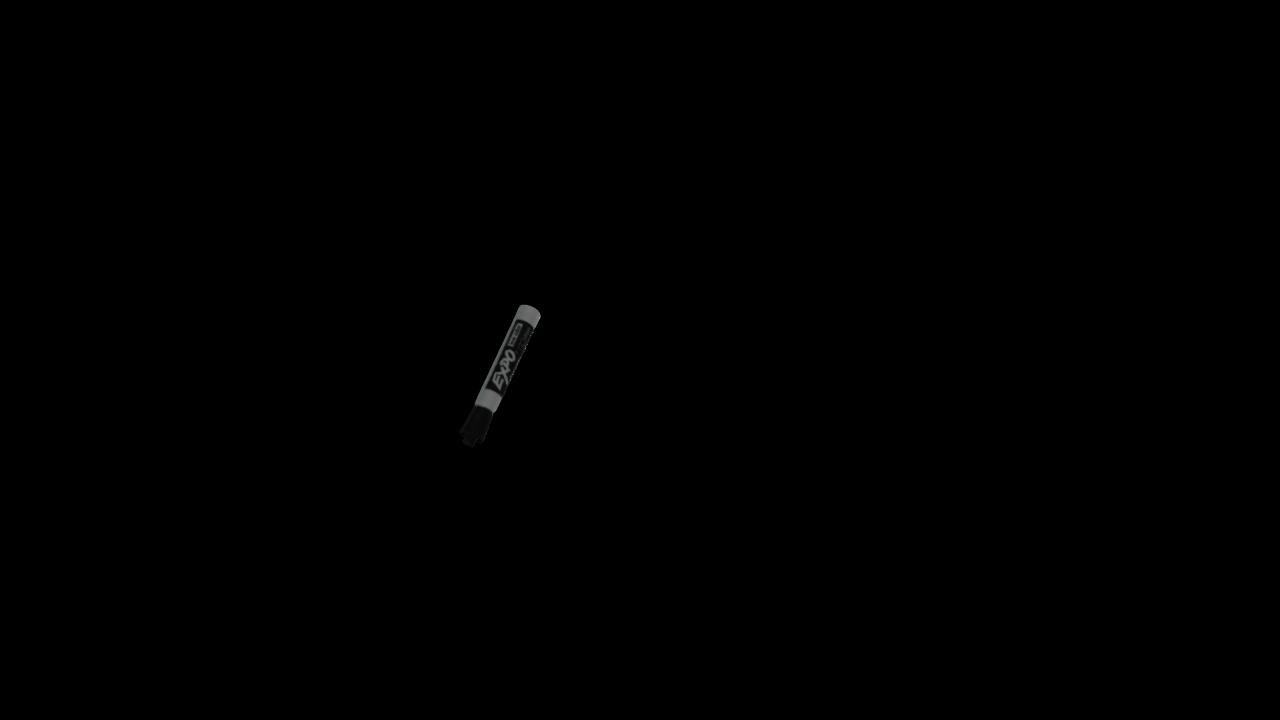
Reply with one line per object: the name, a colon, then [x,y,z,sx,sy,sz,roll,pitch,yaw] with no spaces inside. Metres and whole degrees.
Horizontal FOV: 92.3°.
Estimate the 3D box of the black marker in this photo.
black marker: [-0.106,0.011,0.469,0.020,0.121,0.020,15,-29,8]
